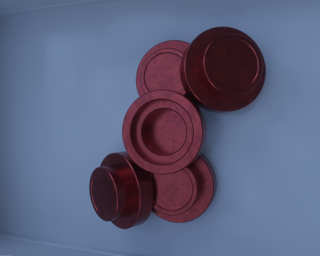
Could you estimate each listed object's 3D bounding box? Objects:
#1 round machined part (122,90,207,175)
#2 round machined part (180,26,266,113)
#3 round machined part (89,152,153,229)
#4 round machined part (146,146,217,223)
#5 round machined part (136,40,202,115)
[{"bbox_3d":[0.008,0.005,0.373,0.098,0.042,0.097,0,90,19],"label":"round machined part"},{"bbox_3d":[0.075,-0.067,0.350,0.099,0.042,0.097,0,87,-11],"label":"round machined part"},{"bbox_3d":[-0.056,0.081,0.396,0.098,0.042,0.097,6,98,49],"label":"round machined part"},{"bbox_3d":[0.019,0.072,0.392,0.098,0.042,0.097,0,90,19],"label":"round machined part"},{"bbox_3d":[0.014,-0.063,0.394,0.098,0.042,0.097,0,90,19],"label":"round machined part"}]
